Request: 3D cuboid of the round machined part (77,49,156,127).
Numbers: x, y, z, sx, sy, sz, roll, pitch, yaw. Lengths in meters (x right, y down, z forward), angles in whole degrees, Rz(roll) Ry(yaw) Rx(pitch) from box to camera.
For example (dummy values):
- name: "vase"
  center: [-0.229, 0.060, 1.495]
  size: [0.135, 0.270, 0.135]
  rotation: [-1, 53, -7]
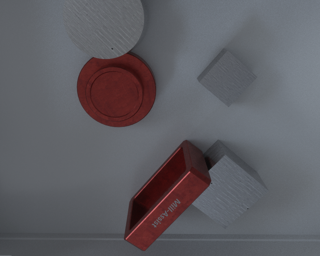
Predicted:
- name: "round machined part"
  center: [-0.054, -0.046, 0.385]
  size: [0.099, 0.042, 0.097]
  rotation: [0, 110, -1]

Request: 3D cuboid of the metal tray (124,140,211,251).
- name: "metal tray"
  center: [0.007, 0.085, 0.408]
  size: [0.030, 0.090, 0.130]
  rotation: [37, 106, -13]

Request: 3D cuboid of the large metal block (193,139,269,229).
- name: "large metal block"
  center: [0.085, 0.077, 0.428]
  size: [0.080, 0.050, 0.080]
  rotation: [39, 105, -14]

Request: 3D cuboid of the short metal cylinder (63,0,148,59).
- name: "short metal cylinder"
  center: [-0.055, -0.116, 0.329]
  size: [0.080, 0.050, 0.079]
  rotation: [1, 108, 2]

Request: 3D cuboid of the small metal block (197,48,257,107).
- name: "small metal block"
  center: [0.083, -0.063, 0.389]
  size: [0.050, 0.025, 0.050]
  rotation: [38, 105, -13]
